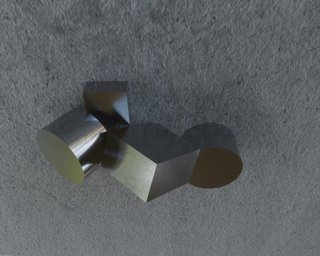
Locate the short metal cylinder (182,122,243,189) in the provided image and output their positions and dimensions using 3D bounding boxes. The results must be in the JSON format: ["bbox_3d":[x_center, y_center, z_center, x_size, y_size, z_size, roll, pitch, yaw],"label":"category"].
[{"bbox_3d":[0.068,0.038,0.426,0.081,0.050,0.079,0,130,0],"label":"short metal cylinder"}]

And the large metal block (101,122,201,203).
[{"bbox_3d":[-0.012,0.036,0.379,0.081,0.080,0.050,-13,125,-48],"label":"large metal block"}]

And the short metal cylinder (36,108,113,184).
[{"bbox_3d":[-0.105,0.022,0.386,0.080,0.050,0.079,25,137,26],"label":"short metal cylinder"}]

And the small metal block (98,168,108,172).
[{"bbox_3d":[-0.062,0.037,0.439,0.050,0.025,0.050,2,130,-3],"label":"small metal block"}]

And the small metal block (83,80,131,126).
[{"bbox_3d":[-0.063,-0.030,0.382,0.050,0.025,0.050,-1,130,0],"label":"small metal block"}]
